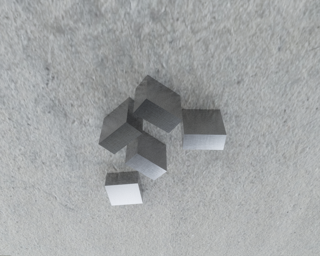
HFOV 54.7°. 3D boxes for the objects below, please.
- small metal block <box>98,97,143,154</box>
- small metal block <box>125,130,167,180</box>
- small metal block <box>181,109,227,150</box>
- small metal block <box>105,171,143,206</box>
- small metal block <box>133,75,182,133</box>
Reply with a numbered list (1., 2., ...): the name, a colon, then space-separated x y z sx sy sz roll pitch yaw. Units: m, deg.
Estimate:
1. small metal block: -0.048 -0.003 0.387 0.050 0.050 0.025 -36 122 26
2. small metal block: -0.018 0.035 0.421 0.050 0.050 0.025 34 122 -26
3. small metal block: 0.053 0.001 0.393 0.050 0.050 0.025 1 130 -1
4. small metal block: -0.055 0.095 0.488 0.050 0.025 0.050 -5 130 3
5. small metal block: -0.002 -0.029 0.366 0.050 0.050 0.025 30 124 -23
